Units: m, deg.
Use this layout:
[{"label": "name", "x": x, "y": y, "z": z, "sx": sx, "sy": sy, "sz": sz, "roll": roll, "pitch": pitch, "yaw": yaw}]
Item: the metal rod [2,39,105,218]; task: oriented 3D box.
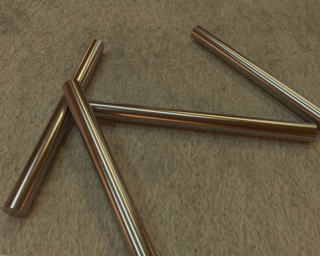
[{"label": "metal rod", "x": -0.129, "y": -0.024, "z": 0.421, "sx": 0.025, "sy": 0.025, "sz": 0.300, "roll": 7, "pitch": 50, "yaw": 6}]

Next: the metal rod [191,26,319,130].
[{"label": "metal rod", "x": 0.154, "y": -0.076, "z": 0.469, "sx": 0.025, "sy": 0.025, "sz": 0.300, "roll": -30, "pitch": 56, "yaw": -23}]

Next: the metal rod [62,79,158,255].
[{"label": "metal rod", "x": -0.054, "y": 0.055, "z": 0.340, "sx": 0.025, "sy": 0.025, "sz": 0.299, "roll": -20, "pitch": 58, "yaw": -16}]

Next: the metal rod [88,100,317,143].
[{"label": "metal rod", "x": 0.048, "y": -0.010, "z": 0.412, "sx": 0.302, "sy": 0.025, "sz": 0.025, "roll": 6, "pitch": 50, "yaw": 5}]
